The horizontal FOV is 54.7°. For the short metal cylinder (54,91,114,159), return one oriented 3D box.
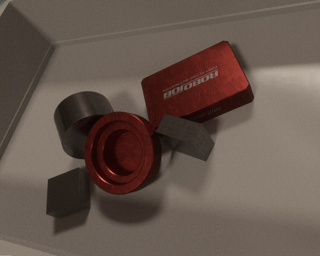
[{"bbox_3d":[-0.098,-0.003,0.422,0.080,0.080,0.050,-36,51,4],"label":"short metal cylinder"}]

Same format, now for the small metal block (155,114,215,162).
[{"bbox_3d":[0.031,0.012,0.365,0.050,0.050,0.025,17,71,34],"label":"small metal block"}]

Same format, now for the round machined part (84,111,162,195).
[{"bbox_3d":[-0.041,0.030,0.381,0.098,0.042,0.097,-2,85,27],"label":"round machined part"}]

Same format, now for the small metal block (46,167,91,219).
[{"bbox_3d":[-0.122,0.087,0.414,0.050,0.025,0.050,-22,54,14],"label":"small metal block"}]

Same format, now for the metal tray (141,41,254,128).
[{"bbox_3d":[0.045,-0.051,0.409,0.130,0.030,0.090,-23,53,13],"label":"metal tray"}]
